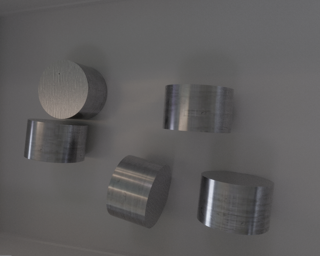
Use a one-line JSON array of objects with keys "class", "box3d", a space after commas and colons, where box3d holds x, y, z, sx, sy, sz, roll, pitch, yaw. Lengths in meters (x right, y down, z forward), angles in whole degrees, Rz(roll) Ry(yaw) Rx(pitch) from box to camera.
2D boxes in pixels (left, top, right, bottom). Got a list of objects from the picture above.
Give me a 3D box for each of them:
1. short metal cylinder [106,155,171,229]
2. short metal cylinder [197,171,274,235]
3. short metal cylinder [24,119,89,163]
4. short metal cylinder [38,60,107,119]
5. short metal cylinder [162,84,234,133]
[{"class": "short metal cylinder", "box3d": [-0.024, 0.079, 0.390, 0.050, 0.080, 0.080, 13, 95, 19]}, {"class": "short metal cylinder", "box3d": [0.085, 0.081, 0.351, 0.080, 0.080, 0.050, 6, 92, 20]}, {"class": "short metal cylinder", "box3d": [-0.144, 0.016, 0.432, 0.080, 0.080, 0.050, 8, 93, 20]}, {"class": "short metal cylinder", "box3d": [-0.123, -0.052, 0.441, 0.080, 0.050, 0.080, 0, 90, 20]}, {"class": "short metal cylinder", "box3d": [0.045, -0.022, 0.365, 0.080, 0.080, 0.050, 4, 92, 20]}]
